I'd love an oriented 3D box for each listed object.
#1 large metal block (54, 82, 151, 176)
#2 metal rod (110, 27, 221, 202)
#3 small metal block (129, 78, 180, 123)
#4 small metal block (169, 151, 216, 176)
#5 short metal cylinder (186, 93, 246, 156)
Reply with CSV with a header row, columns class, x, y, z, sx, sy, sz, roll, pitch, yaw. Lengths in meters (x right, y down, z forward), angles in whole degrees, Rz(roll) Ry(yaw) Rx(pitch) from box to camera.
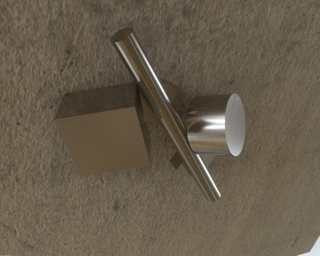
class,x,y,z,sx,sy,sz,roll,pitch,yaw
large metal block,-0.058,0.002,0.342,0.080,0.050,0.080,-9,127,4
metal rod,0.023,0.008,0.396,0.025,0.025,0.299,-36,130,-5
small metal block,-0.012,-0.037,0.381,0.050,0.025,0.050,13,112,-34
small metal block,0.051,0.043,0.465,0.050,0.025,0.050,27,103,-38
short metal cylinder,0.076,-0.004,0.407,0.080,0.050,0.079,2,87,-58
